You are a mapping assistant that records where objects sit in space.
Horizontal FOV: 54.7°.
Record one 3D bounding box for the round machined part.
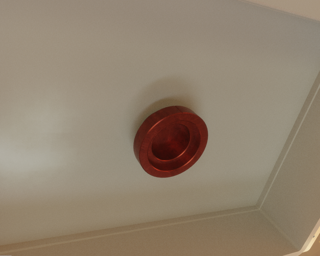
[{"bbox_3d":[0.011,0.014,0.409,0.099,0.042,0.097,-14,125,-21],"label":"round machined part"}]
